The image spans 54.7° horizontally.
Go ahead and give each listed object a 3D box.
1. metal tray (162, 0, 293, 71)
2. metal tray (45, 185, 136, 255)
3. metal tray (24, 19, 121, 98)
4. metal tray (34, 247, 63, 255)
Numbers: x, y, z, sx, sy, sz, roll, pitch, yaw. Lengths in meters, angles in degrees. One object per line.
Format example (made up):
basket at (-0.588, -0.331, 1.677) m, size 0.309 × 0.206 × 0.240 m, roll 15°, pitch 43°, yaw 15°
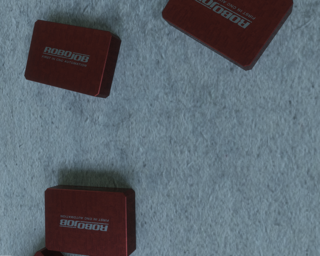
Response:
metal tray at (0.079, -0.141, 0.378) m, size 0.130 × 0.030 × 0.090 m, roll 36°, pitch 101°, yaw 16°
metal tray at (-0.100, 0.131, 0.440) m, size 0.130 × 0.030 × 0.089 m, roll -1°, pitch 90°, yaw 19°
metal tray at (-0.129, -0.101, 0.450) m, size 0.130 × 0.030 × 0.089 m, roll 15°, pitch 95°, yaw 19°
metal tray at (-0.151, 0.252, 0.457) m, size 0.130 × 0.030 × 0.090 m, roll 40°, pitch 102°, yaw 15°
